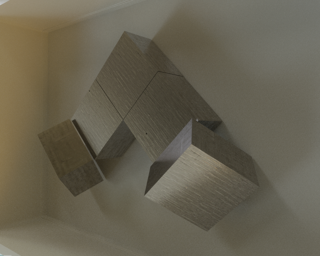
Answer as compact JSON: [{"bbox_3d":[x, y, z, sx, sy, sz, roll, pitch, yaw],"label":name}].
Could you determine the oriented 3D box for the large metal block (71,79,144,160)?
[{"bbox_3d":[-0.075,-0.012,0.450,0.080,0.050,0.080,-51,60,28],"label":"large metal block"}]

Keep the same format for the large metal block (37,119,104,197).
[{"bbox_3d":[-0.134,0.047,0.471,0.080,0.050,0.080,54,164,26],"label":"large metal block"}]

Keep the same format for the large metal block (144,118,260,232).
[{"bbox_3d":[0.042,0.050,0.326,0.080,0.050,0.080,32,118,-12],"label":"large metal block"}]

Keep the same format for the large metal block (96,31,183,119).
[{"bbox_3d":[-0.030,-0.067,0.413,0.080,0.050,0.080,-51,60,28],"label":"large metal block"}]

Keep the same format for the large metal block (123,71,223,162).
[{"bbox_3d":[0.013,-0.009,0.377,0.080,0.050,0.080,-51,60,28],"label":"large metal block"}]
